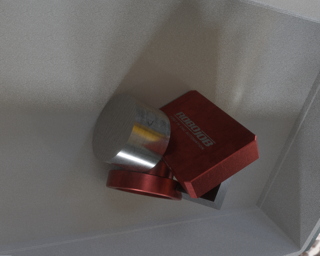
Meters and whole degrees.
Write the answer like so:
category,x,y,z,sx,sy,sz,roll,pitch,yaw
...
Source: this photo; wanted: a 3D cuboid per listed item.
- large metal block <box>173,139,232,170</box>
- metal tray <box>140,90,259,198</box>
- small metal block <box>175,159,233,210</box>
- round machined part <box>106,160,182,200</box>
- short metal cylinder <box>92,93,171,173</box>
category,x,y,z,sx,sy,sz,roll,pitch,yaw
large metal block,0.058,0.027,0.431,0.081,0.050,0.079,-14,129,-21
metal tray,0.041,0.012,0.369,0.090,0.130,0.030,-31,130,-9
small metal block,0.054,0.065,0.374,0.050,0.050,0.025,-62,142,-24
round machined part,-0.017,0.065,0.404,0.099,0.098,0.042,22,71,-37
short metal cylinder,-0.034,0.007,0.358,0.050,0.080,0.080,25,105,-37
